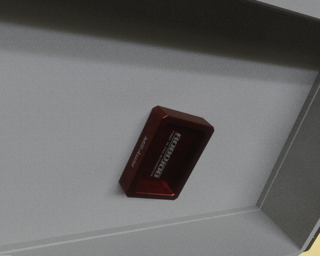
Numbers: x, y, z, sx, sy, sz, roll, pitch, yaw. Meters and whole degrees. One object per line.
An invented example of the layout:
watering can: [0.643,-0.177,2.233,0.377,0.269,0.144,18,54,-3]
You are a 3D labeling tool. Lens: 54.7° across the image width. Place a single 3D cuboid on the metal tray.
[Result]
metal tray: [0.009,0.040,0.436,0.091,0.030,0.129,13,112,-34]
